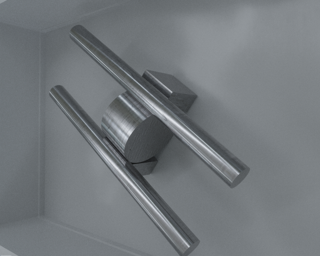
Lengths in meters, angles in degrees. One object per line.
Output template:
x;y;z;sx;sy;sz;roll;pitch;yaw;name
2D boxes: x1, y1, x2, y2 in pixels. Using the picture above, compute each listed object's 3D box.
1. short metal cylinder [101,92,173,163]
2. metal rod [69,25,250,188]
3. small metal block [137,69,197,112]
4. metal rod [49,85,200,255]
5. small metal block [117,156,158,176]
-0.025;-0.003;0.388;0.050;0.081;0.080;44;116;31;short metal cylinder
-0.021;-0.043;0.356;0.300;0.025;0.025;43;116;31;metal rod
0.009;-0.045;0.379;0.050;0.050;0.025;44;117;30;small metal block
-0.062;0.034;0.390;0.300;0.025;0.025;43;116;31;metal rod
-0.040;0.040;0.419;0.050;0.050;0.025;44;117;30;small metal block
